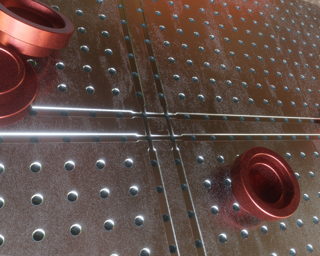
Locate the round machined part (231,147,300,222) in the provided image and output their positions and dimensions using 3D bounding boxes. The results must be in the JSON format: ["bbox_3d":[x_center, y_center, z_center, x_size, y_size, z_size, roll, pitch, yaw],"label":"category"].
[{"bbox_3d":[0.137,0.078,0.423,0.099,0.042,0.098,13,56,-21],"label":"round machined part"}]

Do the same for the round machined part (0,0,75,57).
[{"bbox_3d":[-0.157,-0.121,0.370,0.098,0.042,0.098,26,27,-14],"label":"round machined part"}]

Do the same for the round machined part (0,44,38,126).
[{"bbox_3d":[-0.183,-0.053,0.331,0.099,0.042,0.098,13,56,-21],"label":"round machined part"}]
